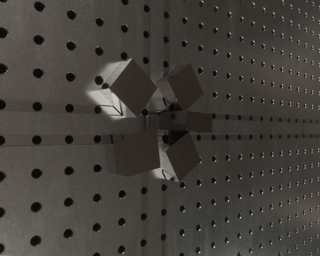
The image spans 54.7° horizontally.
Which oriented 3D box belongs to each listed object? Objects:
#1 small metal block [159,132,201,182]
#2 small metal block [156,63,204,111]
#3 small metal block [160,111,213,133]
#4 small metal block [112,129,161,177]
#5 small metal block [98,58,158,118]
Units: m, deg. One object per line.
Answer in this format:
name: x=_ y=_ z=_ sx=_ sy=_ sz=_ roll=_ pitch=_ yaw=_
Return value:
small metal block: x=0.025 y=0.039 z=0.432 sx=0.050 sy=0.025 sz=0.050 roll=-37 pitch=113 yaw=-34
small metal block: x=0.029 y=-0.056 z=0.436 sx=0.050 sy=0.025 sz=0.050 roll=-42 pitch=116 yaw=-32
small metal block: x=0.036 y=-0.008 z=0.425 sx=0.050 sy=0.050 sz=0.025 roll=6 pitch=86 yaw=-40
small metal block: x=-0.029 y=0.029 z=0.387 sx=0.050 sy=0.025 sz=0.050 roll=-10 pitch=97 yaw=-40
small metal block: x=-0.038 y=-0.048 z=0.379 sx=0.050 sy=0.025 sz=0.050 roll=47 pitch=62 yaw=-30
